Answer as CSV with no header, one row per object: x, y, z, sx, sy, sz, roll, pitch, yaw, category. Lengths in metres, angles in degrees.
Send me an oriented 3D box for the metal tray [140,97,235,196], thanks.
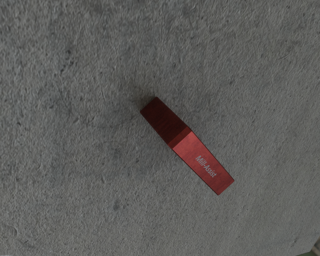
0.036,0.025,0.403,0.030,0.090,0.130,-43,130,1,metal tray
